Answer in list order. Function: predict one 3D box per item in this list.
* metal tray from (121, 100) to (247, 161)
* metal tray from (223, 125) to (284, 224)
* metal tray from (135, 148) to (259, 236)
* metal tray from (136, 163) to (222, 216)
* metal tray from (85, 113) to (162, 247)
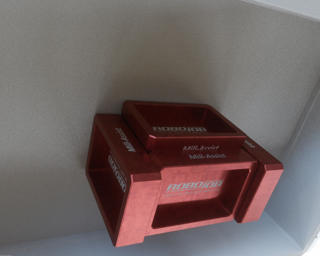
[{"bbox_3d":[0.027,0.001,0.378,0.131,0.090,0.030,0,119,-28],"label":"metal tray"},{"bbox_3d":[0.096,0.052,0.422,0.030,0.130,0.089,1,119,-29],"label":"metal tray"},{"bbox_3d":[0.041,0.070,0.352,0.131,0.030,0.089,1,118,-29],"label":"metal tray"},{"bbox_3d":[0.006,0.079,0.415,0.131,0.090,0.030,0,118,-29],"label":"metal tray"},{"bbox_3d":[-0.048,0.051,0.344,0.030,0.130,0.089,0,119,-29],"label":"metal tray"}]
